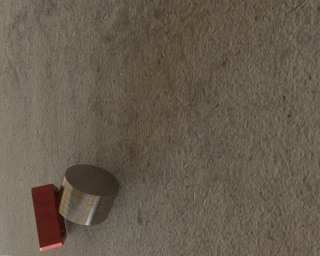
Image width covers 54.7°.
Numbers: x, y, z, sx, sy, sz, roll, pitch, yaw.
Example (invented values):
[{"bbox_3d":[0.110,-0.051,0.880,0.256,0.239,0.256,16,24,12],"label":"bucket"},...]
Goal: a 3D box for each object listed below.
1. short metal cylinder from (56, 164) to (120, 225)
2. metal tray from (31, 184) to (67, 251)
[{"bbox_3d":[-0.106,0.096,0.457,0.080,0.081,0.050,35,112,34],"label":"short metal cylinder"},{"bbox_3d":[-0.177,0.142,0.503,0.130,0.030,0.090,134,124,-70],"label":"metal tray"}]
